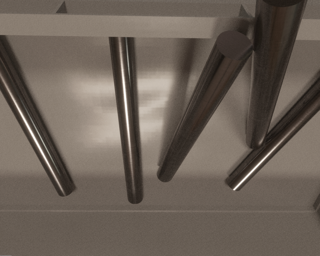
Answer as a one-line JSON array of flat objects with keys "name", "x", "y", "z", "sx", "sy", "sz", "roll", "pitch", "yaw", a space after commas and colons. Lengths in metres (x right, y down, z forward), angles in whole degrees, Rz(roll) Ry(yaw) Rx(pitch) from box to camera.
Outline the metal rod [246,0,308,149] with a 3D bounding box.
[{"name": "metal rod", "x": 0.096, "y": -0.026, "z": 0.291, "sx": 0.025, "sy": 0.025, "sz": 0.300, "roll": -13, "pitch": 160, "yaw": 10}]

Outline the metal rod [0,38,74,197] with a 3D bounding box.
[{"name": "metal rod", "x": -0.169, "y": -0.014, "z": 0.394, "sx": 0.025, "sy": 0.025, "sz": 0.298, "roll": -6, "pitch": 130, "yaw": 5}]

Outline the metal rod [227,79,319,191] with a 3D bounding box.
[{"name": "metal rod", "x": 0.179, "y": -0.015, "z": 0.399, "sx": 0.025, "sy": 0.025, "sz": 0.298, "roll": 19, "pitch": 127, "yaw": -16}]

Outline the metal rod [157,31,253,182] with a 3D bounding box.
[{"name": "metal rod", "x": 0.029, "y": 0.008, "z": 0.338, "sx": 0.025, "sy": 0.025, "sz": 0.299, "roll": 6, "pitch": 154, "yaw": -6}]

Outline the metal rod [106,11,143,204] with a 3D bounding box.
[{"name": "metal rod", "x": -0.041, "y": 0.000, "z": 0.408, "sx": 0.025, "sy": 0.025, "sz": 0.298, "roll": -1, "pitch": 130, "yaw": 0}]
